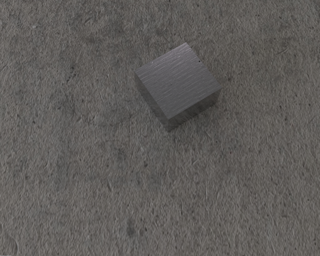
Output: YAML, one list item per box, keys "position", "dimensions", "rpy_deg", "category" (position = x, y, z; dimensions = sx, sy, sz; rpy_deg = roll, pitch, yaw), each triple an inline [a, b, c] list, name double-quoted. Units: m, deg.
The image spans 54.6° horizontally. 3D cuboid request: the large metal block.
- position: [0.023, -0.054, 0.415]
  dimensions: [0.080, 0.050, 0.080]
  rpy_deg: [-31, 73, -11]
  category: "large metal block"
